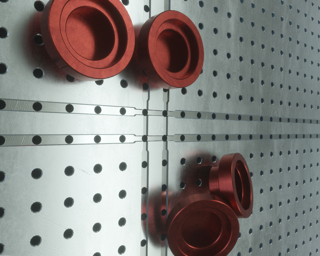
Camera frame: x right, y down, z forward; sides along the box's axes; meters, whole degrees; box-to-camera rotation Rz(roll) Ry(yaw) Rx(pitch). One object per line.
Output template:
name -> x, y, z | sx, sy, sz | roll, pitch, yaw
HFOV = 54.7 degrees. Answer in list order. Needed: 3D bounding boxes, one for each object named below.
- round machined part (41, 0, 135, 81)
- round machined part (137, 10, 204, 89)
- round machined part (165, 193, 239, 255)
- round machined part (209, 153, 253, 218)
round machined part -> -0.079, -0.099, 0.333 | 0.099, 0.042, 0.097 | 0, 90, -40
round machined part -> 0.010, -0.100, 0.408 | 0.099, 0.042, 0.097 | 0, 90, -40
round machined part -> 0.055, 0.135, 0.428 | 0.099, 0.042, 0.097 | -2, 103, -9
round machined part -> 0.108, 0.089, 0.477 | 0.098, 0.042, 0.098 | 30, 54, -52
